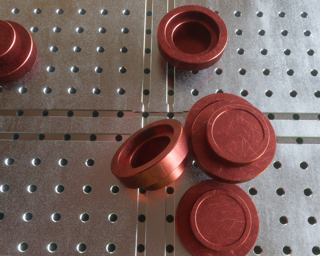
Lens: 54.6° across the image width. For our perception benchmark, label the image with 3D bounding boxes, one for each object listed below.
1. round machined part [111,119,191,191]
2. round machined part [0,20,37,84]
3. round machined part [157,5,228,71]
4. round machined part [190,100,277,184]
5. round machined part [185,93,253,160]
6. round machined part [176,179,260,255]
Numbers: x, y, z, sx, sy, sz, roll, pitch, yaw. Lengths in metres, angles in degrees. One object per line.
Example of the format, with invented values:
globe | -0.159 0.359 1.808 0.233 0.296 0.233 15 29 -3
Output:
round machined part | -0.006 0.036 0.371 0.098 0.098 0.042 -40 116 -13
round machined part | -0.233 -0.115 0.444 0.099 0.042 0.098 0 70 0
round machined part | 0.045 -0.125 0.449 0.099 0.042 0.098 0 70 0
round machined part | 0.084 0.012 0.354 0.099 0.042 0.098 0 70 0
round machined part | 0.080 0.008 0.400 0.099 0.042 0.098 0 70 0
round machined part | 0.068 0.108 0.364 0.099 0.042 0.098 0 70 0
